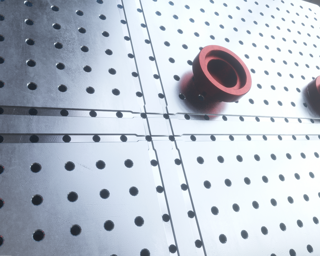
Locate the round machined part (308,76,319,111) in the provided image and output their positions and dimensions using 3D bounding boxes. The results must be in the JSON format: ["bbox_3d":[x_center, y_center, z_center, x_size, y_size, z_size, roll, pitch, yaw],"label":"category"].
[{"bbox_3d":[0.354,-0.068,0.628,0.099,0.042,0.098,13,56,-21],"label":"round machined part"}]

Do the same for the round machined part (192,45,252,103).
[{"bbox_3d":[0.094,-0.081,0.497,0.099,0.042,0.098,13,56,-21],"label":"round machined part"}]
